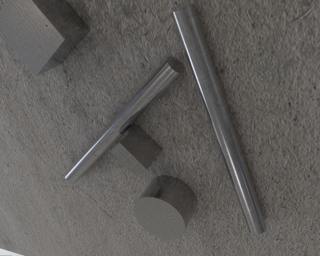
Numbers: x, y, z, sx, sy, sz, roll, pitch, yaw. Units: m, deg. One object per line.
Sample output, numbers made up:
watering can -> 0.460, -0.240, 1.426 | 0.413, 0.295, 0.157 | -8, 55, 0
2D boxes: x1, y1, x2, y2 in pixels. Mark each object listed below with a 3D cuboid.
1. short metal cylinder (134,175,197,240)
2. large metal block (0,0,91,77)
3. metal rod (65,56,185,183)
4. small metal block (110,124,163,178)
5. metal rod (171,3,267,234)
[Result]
short metal cylinder -> 0.009, 0.117, 0.459 | 0.080, 0.050, 0.079 | 13, 124, 21
large metal block -> -0.150, -0.126, 0.392 | 0.080, 0.050, 0.080 | -33, 100, 38
metal rod -> -0.068, 0.006, 0.446 | 0.025, 0.025, 0.299 | 45, 129, -3
small metal block -> -0.031, 0.031, 0.426 | 0.050, 0.050, 0.025 | 46, 129, -4
metal rod -> 0.078, 0.006, 0.369 | 0.025, 0.025, 0.299 | -10, 114, 32
